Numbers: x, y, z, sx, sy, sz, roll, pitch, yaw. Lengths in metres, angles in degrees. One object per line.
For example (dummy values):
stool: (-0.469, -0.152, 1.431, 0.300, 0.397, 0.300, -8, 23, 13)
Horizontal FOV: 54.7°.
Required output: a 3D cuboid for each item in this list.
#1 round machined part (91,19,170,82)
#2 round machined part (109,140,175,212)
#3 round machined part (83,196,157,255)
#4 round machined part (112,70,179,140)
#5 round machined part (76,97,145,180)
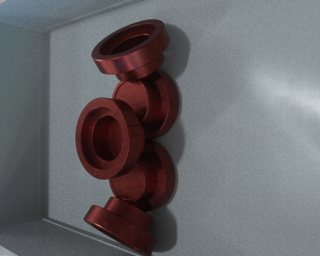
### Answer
round machined part: (-0.033, -0.095, 0.395, 0.098, 0.098, 0.042, 9, 138, 39)
round machined part: (-0.031, 0.065, 0.417, 0.098, 0.042, 0.097, 0, 90, 39)
round machined part: (-0.047, 0.125, 0.407, 0.098, 0.098, 0.042, 8, 58, 39)
round machined part: (-0.027, -0.033, 0.413, 0.098, 0.042, 0.097, 0, 90, 39)
round machined part: (-0.058, 0.012, 0.383, 0.098, 0.042, 0.097, 0, 90, 39)
